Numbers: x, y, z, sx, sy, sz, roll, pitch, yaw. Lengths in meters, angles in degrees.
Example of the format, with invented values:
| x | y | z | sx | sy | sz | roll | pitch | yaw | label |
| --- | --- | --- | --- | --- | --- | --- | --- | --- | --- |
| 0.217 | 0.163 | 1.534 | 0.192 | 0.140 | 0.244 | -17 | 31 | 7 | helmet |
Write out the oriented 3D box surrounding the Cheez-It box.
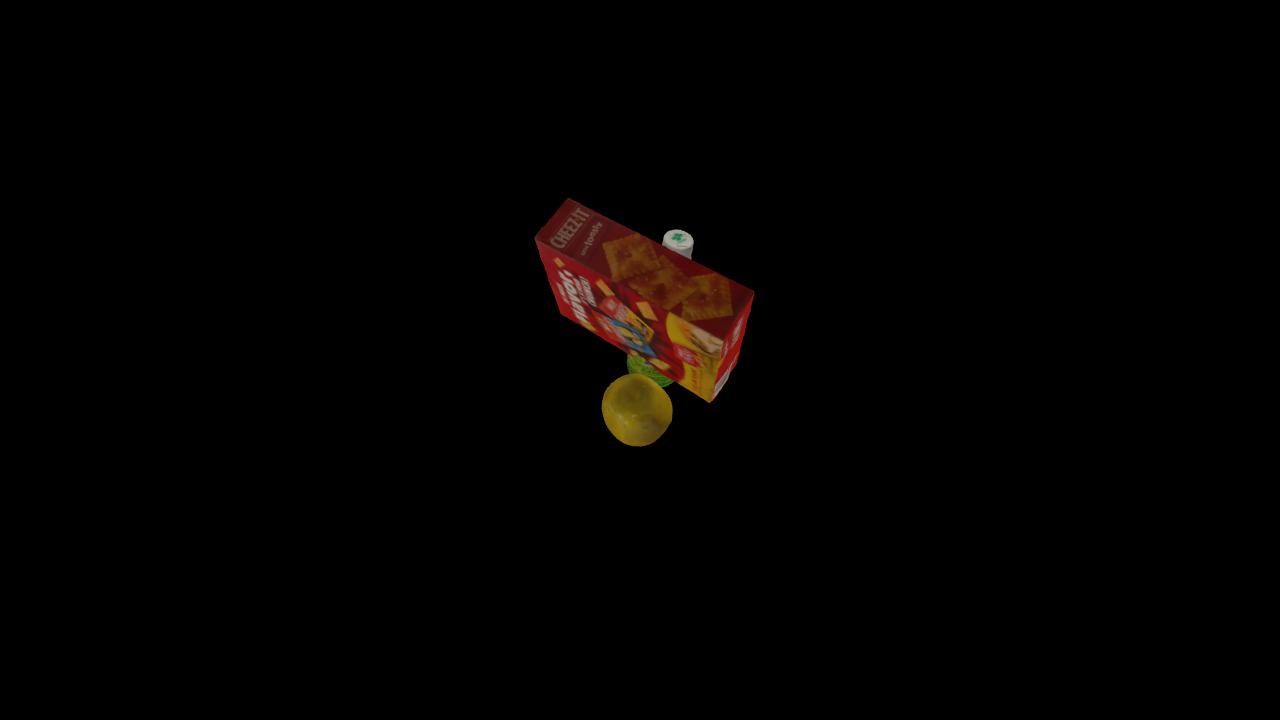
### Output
| x | y | z | sx | sy | sz | roll | pitch | yaw | label |
| --- | --- | --- | --- | --- | --- | --- | --- | --- | --- |
| 0.004 | -0.060 | 0.669 | 0.223 | 0.071 | 0.166 | 30 | -20 | 15 | Cheez-It box |

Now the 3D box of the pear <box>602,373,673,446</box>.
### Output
| x | y | z | sx | sy | sz | roll | pitch | yaw | label |
| --- | --- | --- | --- | --- | --- | --- | --- | --- | --- |
| 0.001 | 0.067 | 0.688 | 0.080 | 0.080 | 0.111 | 0 | -32 | 17 | pear |

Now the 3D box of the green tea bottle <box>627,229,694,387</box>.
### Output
| x | y | z | sx | sy | sz | roll | pitch | yaw | label |
| --- | --- | --- | --- | --- | --- | --- | --- | --- | --- |
| 0.027 | -0.054 | 0.686 | 0.073 | 0.073 | 0.212 | 0 | -36 | -7 | green tea bottle |
